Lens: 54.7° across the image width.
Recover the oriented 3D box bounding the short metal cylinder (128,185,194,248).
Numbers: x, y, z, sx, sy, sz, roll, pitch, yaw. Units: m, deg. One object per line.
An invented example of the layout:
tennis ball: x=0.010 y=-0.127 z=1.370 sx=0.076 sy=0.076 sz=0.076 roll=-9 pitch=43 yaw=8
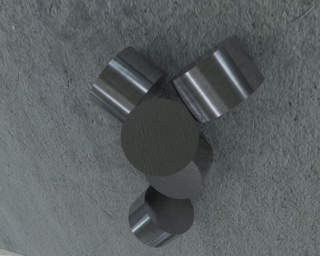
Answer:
short metal cylinder: x=0.002 y=0.124 z=0.447 sx=0.080 sy=0.080 sz=0.050 roll=40 pitch=129 yaw=0

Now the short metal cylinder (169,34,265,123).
short metal cylinder: x=0.055 y=-0.049 z=0.312 sx=0.080 sy=0.080 sz=0.050 roll=-29 pitch=102 yaw=37

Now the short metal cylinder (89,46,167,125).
short metal cylinder: x=-0.036 y=-0.047 z=0.361 sx=0.050 sy=0.080 sz=0.080 roll=39 pitch=129 yaw=2

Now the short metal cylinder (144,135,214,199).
short metal cylinder: x=0.024 y=0.046 z=0.406 sx=0.080 sy=0.050 sz=0.079 roll=13 pitch=124 yaw=21

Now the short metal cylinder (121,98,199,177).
short metal cylinder: x=0.003 y=0.009 z=0.340 sx=0.080 sy=0.050 sz=0.079 roll=0 pitch=91 yaw=8
